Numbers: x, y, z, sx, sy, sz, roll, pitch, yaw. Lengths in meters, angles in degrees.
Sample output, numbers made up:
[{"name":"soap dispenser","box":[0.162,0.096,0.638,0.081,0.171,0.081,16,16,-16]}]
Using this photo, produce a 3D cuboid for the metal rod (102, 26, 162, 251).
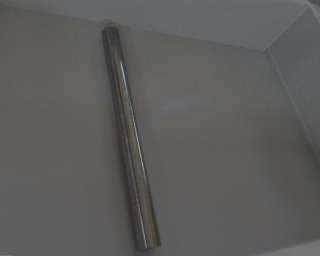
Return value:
[{"name":"metal rod","box":[-0.041,-0.006,0.386,0.025,0.025,0.299,1,61,-28]}]
